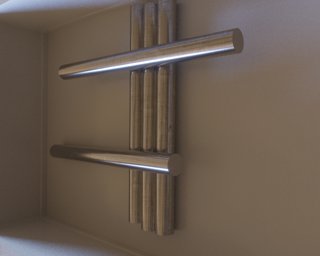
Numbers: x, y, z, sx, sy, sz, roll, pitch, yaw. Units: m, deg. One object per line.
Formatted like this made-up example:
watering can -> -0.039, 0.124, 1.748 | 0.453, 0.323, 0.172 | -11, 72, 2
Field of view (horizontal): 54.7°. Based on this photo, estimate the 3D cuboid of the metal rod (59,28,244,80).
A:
metal rod -> -0.037, -0.088, 0.403 | 0.300, 0.025, 0.025 | 1, 91, 40

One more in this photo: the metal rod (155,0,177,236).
metal rod -> 0.008, -0.014, 0.398 | 0.025, 0.025, 0.298 | 1, 91, 40

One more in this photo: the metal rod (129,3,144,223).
metal rod -> -0.030, -0.020, 0.431 | 0.025, 0.025, 0.298 | 1, 91, 40

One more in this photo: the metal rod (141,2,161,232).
metal rod -> -0.011, -0.014, 0.415 | 0.025, 0.025, 0.298 | 1, 91, 40

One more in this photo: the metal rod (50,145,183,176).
metal rod -> -0.085, 0.041, 0.452 | 0.300, 0.025, 0.025 | 0, 90, 47
